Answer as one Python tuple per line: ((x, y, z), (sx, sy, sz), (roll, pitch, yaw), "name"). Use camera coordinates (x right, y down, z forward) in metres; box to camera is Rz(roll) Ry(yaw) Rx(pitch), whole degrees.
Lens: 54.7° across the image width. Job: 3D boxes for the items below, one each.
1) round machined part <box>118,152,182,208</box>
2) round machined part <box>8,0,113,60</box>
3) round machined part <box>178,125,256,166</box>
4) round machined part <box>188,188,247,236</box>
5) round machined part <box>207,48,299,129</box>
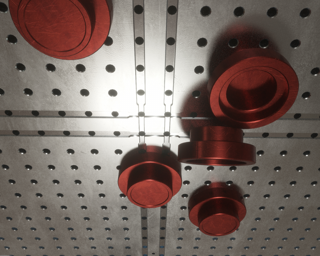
((-0.015, 0.086, 0.473), (0.099, 0.042, 0.097), (-1, 130, -1), "round machined part")
((-0.098, -0.110, 0.305), (0.099, 0.042, 0.097), (-1, 130, 0), "round machined part")
((0.073, 0.024, 0.401), (0.099, 0.042, 0.098), (3, 169, 1), "round machined part")
((0.098, 0.149, 0.529), (0.099, 0.042, 0.097), (0, 131, 0), "round machined part")
((0.104, -0.049, 0.361), (0.099, 0.042, 0.097), (-1, 130, 0), "round machined part")
